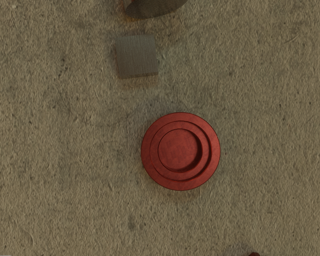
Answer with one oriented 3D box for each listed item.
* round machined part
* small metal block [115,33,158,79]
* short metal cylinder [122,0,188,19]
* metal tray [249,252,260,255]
[{"bbox_3d":[0.026,0.029,0.402,0.099,0.042,0.097,0,90,-1],"label":"round machined part"},{"bbox_3d":[-0.030,-0.094,0.410,0.050,0.025,0.050,-7,90,-1],"label":"small metal block"},{"bbox_3d":[-0.009,-0.176,0.382,0.080,0.080,0.050,-14,90,0],"label":"short metal cylinder"},{"bbox_3d":[0.135,0.245,0.409,0.090,0.030,0.130,-37,91,-1],"label":"metal tray"}]
